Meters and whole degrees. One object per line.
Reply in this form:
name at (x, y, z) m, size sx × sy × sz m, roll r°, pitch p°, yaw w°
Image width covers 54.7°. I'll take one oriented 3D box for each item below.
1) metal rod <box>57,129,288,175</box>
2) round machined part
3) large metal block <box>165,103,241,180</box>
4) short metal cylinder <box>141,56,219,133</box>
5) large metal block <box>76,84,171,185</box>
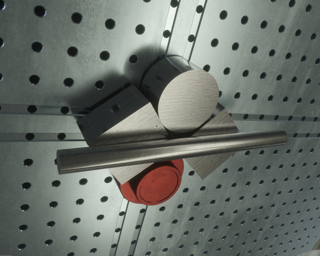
metal rod at (0.035, 0.023, 0.373) m, size 0.303 × 0.025 × 0.025 m, roll -4°, pitch 121°, yaw -26°
round machined part at (-0.009, 0.069, 0.433) m, size 0.099 × 0.042 × 0.097 m, roll -14°, pitch 124°, yaw -21°
large metal block at (0.060, 0.012, 0.427) m, size 0.080 × 0.050 × 0.080 m, roll -40°, pitch 130°, yaw 0°
short metal cylinder at (0.024, -0.041, 0.378) m, size 0.081 × 0.050 × 0.079 m, roll -14°, pitch 124°, yaw -21°
large metal block at (-0.039, 0.008, 0.374) m, size 0.080 × 0.050 × 0.080 m, roll -35°, pitch 131°, yaw -6°
